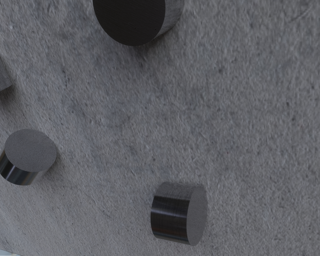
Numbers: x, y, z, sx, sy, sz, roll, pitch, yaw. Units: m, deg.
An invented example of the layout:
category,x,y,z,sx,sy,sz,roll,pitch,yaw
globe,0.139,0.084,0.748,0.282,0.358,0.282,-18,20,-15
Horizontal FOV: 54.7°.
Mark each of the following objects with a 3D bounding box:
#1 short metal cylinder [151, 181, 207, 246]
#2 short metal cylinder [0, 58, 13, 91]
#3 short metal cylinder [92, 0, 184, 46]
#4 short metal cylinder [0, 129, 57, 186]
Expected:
category,x,y,z,sx,sy,sz,roll,pitch,yaw
short metal cylinder,0.029,0.116,0.427,0.050,0.080,0.079,2,119,27
short metal cylinder,-0.274,-0.076,0.466,0.080,0.080,0.050,-3,117,29
short metal cylinder,-0.021,-0.131,0.320,0.080,0.050,0.079,13,124,20
short metal cylinder,-0.221,0.048,0.515,0.080,0.080,0.050,44,129,-3
